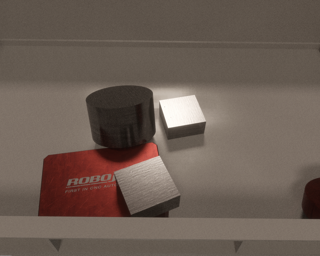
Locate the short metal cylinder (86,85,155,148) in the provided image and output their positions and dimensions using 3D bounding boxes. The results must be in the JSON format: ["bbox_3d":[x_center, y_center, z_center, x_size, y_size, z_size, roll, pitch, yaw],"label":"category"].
[{"bbox_3d":[-0.047,-0.017,0.383,0.080,0.050,0.080,-3,26,2],"label":"short metal cylinder"}]

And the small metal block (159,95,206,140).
[{"bbox_3d":[0.029,-0.015,0.418,0.050,0.025,0.050,-10,51,-9],"label":"small metal block"}]

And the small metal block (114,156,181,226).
[{"bbox_3d":[-0.014,0.062,0.313,0.050,0.025,0.050,-18,53,-15],"label":"small metal block"}]

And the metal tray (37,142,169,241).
[{"bbox_3d":[-0.062,0.067,0.345,0.131,0.030,0.090,-7,50,-6],"label":"metal tray"}]

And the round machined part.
[{"bbox_3d":[0.198,0.071,0.309,0.099,0.042,0.098,2,19,0],"label":"round machined part"}]
